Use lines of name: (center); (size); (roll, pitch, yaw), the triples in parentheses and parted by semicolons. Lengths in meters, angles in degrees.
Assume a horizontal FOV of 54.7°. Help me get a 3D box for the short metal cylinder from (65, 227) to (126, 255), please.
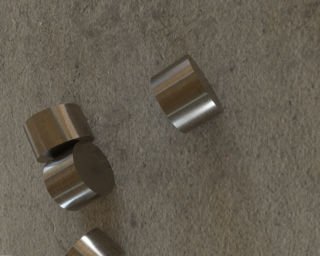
short metal cylinder: (-0.091, 0.181, 0.411); (0.050, 0.080, 0.080); (36, 101, 16)

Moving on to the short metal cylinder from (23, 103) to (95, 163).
short metal cylinder: (-0.138, 0.008, 0.426); (0.080, 0.080, 0.050); (-30, 79, 17)

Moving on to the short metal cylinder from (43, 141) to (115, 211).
short metal cylinder: (-0.107, 0.064, 0.416); (0.050, 0.080, 0.080); (-30, 80, 17)

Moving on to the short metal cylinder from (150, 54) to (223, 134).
short metal cylinder: (0.033, -0.040, 0.368); (0.050, 0.080, 0.080); (-31, 80, 17)
